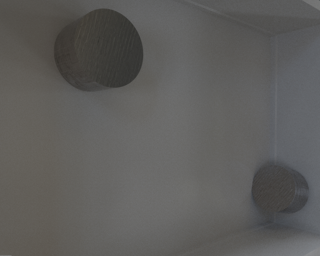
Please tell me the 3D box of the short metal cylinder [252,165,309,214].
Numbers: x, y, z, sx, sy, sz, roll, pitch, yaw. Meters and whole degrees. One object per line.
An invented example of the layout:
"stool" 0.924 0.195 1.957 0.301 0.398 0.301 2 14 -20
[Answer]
"short metal cylinder" 0.212 0.109 0.549 0.050 0.080 0.080 17 79 -39

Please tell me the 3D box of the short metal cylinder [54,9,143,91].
"short metal cylinder" -0.065 -0.081 0.335 0.081 0.050 0.080 0 90 -40
